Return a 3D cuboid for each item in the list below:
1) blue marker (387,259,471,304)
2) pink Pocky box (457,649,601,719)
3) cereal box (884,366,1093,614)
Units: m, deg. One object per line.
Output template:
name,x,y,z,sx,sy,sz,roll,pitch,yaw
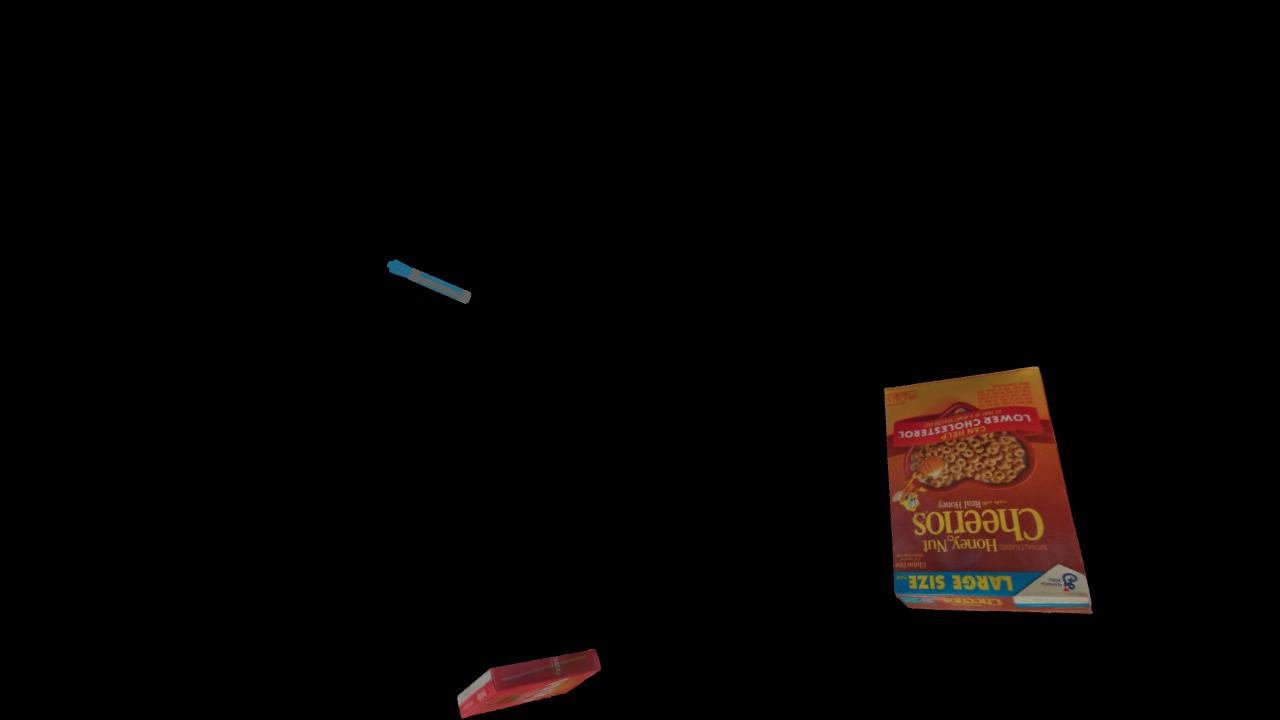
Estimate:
blue marker,-0.288,-0.107,0.843,0.020,0.020,0.121,0,-18,44
pink Pocky box,-0.131,0.389,0.744,0.155,0.029,0.084,13,-49,-43
cereal box,0.438,0.166,0.806,0.203,0.306,0.081,-11,-40,32
